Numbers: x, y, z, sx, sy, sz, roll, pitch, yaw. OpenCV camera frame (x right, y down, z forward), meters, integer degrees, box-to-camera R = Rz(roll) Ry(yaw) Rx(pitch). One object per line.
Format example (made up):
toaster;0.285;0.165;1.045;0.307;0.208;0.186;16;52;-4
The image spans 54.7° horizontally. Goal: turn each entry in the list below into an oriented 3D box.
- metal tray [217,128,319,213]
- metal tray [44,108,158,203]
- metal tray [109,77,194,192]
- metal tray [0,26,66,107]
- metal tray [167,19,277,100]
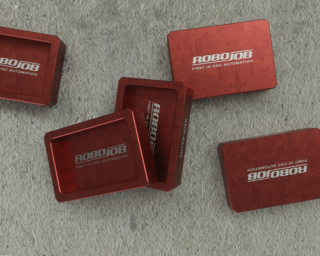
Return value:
metal tray;0.149;0.054;0.409;0.131;0.030;0.089;-10;90;0
metal tray;-0.075;0.035;0.379;0.130;0.030;0.090;-15;85;21
metal tray;-0.013;0.006;0.387;0.090;0.030;0.129;9;93;22
metal tray;-0.198;-0.083;0.405;0.131;0.030;0.089;9;90;0
metal tray;0.079;-0.087;0.408;0.131;0.030;0.089;-8;90;0
